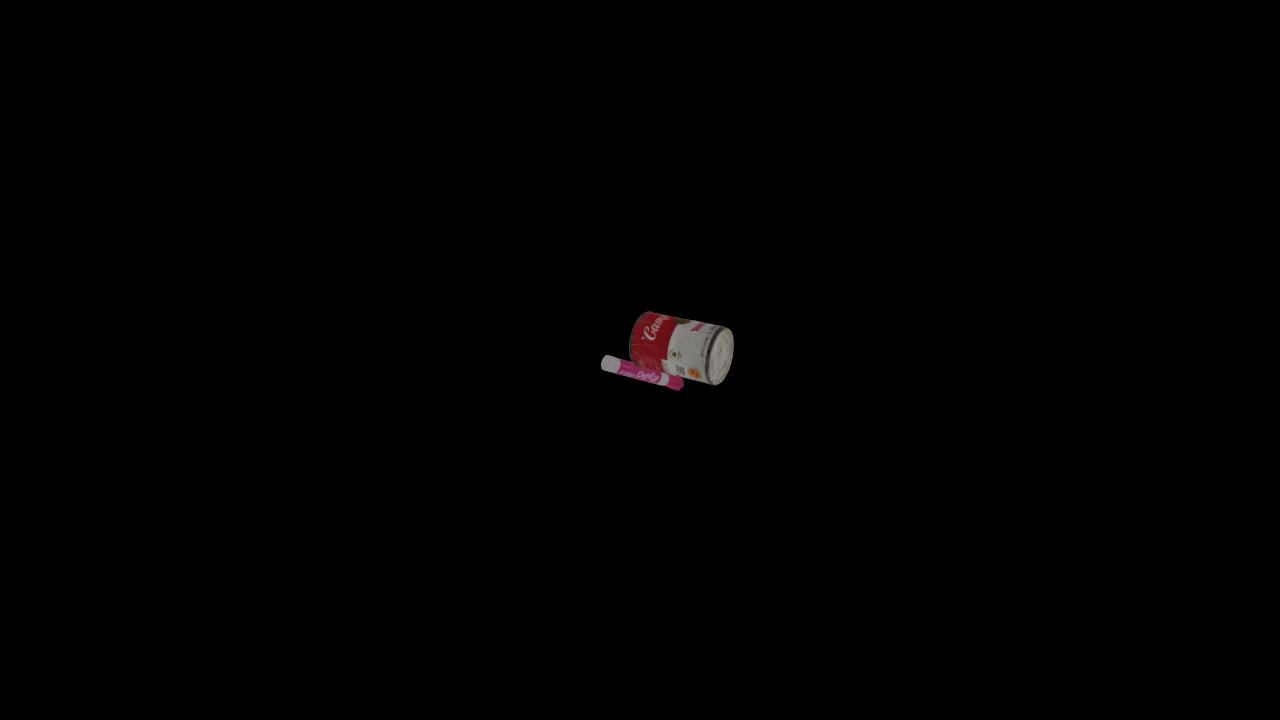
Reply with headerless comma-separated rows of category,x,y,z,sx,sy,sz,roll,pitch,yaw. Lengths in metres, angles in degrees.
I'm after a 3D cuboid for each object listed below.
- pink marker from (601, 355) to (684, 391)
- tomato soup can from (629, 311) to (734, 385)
pink marker,0.007,0.017,0.748,0.121,0.020,0.020,17,-10,-36
tomato soup can,0.047,-0.013,0.697,0.101,0.068,0.068,14,7,29
